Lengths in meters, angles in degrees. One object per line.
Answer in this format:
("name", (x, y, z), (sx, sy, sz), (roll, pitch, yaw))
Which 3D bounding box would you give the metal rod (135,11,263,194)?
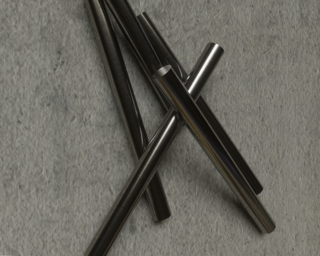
("metal rod", (0.057, -0.025, 0.431), (0.025, 0.025, 0.299), (-40, 103, -16))

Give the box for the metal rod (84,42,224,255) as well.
("metal rod", (-0.002, 0.024, 0.380), (0.025, 0.025, 0.300), (33, 81, -18))

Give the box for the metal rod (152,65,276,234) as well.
("metal rod", (0.083, 0.045, 0.405), (0.025, 0.025, 0.300), (-45, 118, -14))

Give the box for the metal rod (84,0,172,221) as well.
("metal rod", (-0.040, -0.024, 0.394), (0.025, 0.025, 0.298), (-19, 97, -19))

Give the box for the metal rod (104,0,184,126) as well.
("metal rod", (-0.040, -0.131, 0.378), (0.025, 0.025, 0.299), (-35, 108, -17))
